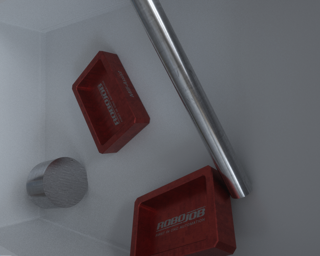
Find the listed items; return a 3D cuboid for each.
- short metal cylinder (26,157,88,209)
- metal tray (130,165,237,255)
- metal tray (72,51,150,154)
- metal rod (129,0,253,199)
[{"bbox_3d":[-0.167,0.090,0.506,0.050,0.081,0.080,-15,81,39],"label":"short metal cylinder"},{"bbox_3d":[0.021,0.108,0.357,0.130,0.030,0.090,-32,40,35],"label":"metal tray"},{"bbox_3d":[-0.078,-0.038,0.464,0.090,0.030,0.130,-41,65,32],"label":"metal tray"},{"bbox_3d":[0.019,-0.060,0.310,0.025,0.025,0.299,-21,102,38],"label":"metal rod"}]
